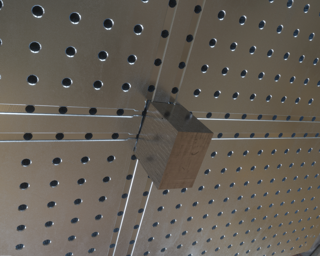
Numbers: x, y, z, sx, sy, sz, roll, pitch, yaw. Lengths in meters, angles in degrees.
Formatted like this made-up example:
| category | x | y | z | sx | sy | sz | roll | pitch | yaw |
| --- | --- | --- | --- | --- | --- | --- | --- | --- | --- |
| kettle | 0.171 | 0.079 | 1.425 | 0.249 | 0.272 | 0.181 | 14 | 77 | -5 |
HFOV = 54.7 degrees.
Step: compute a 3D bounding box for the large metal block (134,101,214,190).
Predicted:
| category | x | y | z | sx | sy | sz | roll | pitch | yaw |
| --- | --- | --- | --- | --- | --- | --- | --- | --- | --- |
| large metal block | 0.013 | 0.021 | 0.396 | 0.050 | 0.080 | 0.079 | 3 | 117 | -30 |
